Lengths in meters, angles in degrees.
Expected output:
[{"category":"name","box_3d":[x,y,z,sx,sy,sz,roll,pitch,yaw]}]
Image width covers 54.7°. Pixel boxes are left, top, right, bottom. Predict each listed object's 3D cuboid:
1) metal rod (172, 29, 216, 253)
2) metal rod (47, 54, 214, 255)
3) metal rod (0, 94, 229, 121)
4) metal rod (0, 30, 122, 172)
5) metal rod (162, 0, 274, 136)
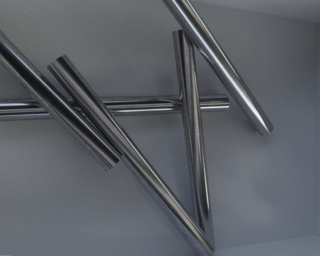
[{"category":"metal rod","box_3d":[0.046,0.026,0.407,0.025,0.025,0.298,-11,101,-20]},{"category":"metal rod","box_3d":[-0.027,0.044,0.374,0.025,0.025,0.299,-40,104,-15]},{"category":"metal rod","box_3d":[-0.049,-0.028,0.392,0.303,0.025,0.025,-4,91,-20]},{"category":"metal rod","box_3d":[-0.153,-0.068,0.334,0.025,0.025,0.300,-45,97,-14]},{"category":"metal rod","box_3d":[0.072,-0.086,0.387,0.300,0.025,0.025,44,76,-34]}]
